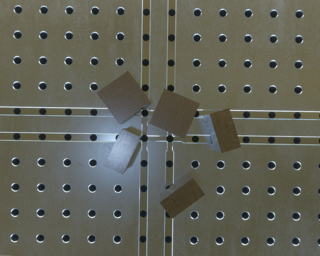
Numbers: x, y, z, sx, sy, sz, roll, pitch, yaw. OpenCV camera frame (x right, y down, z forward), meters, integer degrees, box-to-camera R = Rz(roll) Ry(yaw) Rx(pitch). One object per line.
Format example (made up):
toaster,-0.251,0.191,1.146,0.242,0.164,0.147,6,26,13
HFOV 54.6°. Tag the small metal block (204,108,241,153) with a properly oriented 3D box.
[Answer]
small metal block,0.080,0.003,0.401,0.025,0.050,0.050,-17,90,0

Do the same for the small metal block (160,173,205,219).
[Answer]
small metal block,0.027,0.086,0.401,0.050,0.050,0.025,-36,90,0

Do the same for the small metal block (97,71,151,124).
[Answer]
small metal block,-0.047,-0.040,0.413,0.050,0.025,0.050,-36,90,0

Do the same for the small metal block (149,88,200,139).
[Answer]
small metal block,0.019,-0.019,0.413,0.050,0.025,0.050,23,90,0

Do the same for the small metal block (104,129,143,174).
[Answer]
small metal block,-0.046,0.028,0.401,0.025,0.050,0.050,25,90,0
